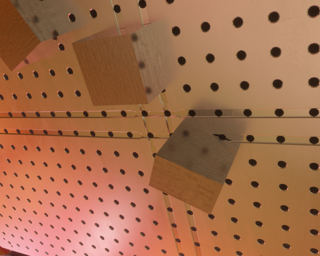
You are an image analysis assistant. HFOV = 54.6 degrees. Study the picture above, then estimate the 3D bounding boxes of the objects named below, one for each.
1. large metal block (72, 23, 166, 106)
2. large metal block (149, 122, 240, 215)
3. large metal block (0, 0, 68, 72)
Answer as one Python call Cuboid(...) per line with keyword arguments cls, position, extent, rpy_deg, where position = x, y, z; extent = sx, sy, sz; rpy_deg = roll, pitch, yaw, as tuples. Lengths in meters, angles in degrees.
Cuboid(cls="large metal block", position=(-0.047, -0.074, 0.375), extent=(0.080, 0.050, 0.080), rpy_deg=(0, 119, 28))
Cuboid(cls="large metal block", position=(0.043, 0.046, 0.381), extent=(0.080, 0.080, 0.050), rpy_deg=(23, 127, 14))
Cuboid(cls="large metal block", position=(-0.185, -0.134, 0.411), extent=(0.080, 0.050, 0.080), rpy_deg=(-25, 105, 37))
